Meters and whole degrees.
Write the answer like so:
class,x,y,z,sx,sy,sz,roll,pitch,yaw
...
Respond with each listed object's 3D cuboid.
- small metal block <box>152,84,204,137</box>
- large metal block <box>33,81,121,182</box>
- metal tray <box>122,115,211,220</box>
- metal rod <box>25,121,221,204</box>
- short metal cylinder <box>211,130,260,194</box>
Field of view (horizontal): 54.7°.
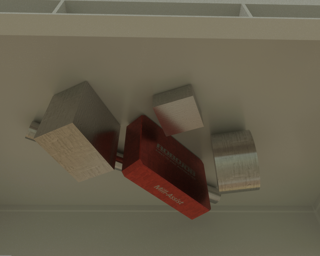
class,x,y,z,sx,sy,sz,roll,pitch,yaw
small metal block,0.023,-0.021,0.388,0.050,0.025,0.050,-16,129,12
large metal block,-0.093,0.004,0.373,0.050,0.080,0.080,-21,127,16
metal tray,0.011,0.052,0.408,0.030,0.090,0.130,-36,122,26
metal rod,-0.040,0.056,0.455,0.302,0.025,0.025,22,126,-19
short metal cylinder,0.098,0.045,0.411,0.050,0.080,0.080,-8,130,8
